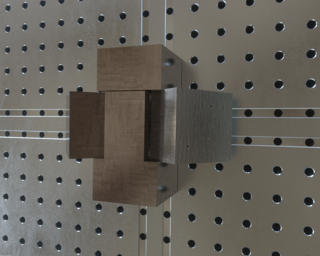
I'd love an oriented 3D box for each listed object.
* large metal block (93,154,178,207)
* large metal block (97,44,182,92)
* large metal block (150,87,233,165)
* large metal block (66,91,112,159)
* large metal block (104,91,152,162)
[{"bbox_3d":[-0.028,0.061,0.391,0.080,0.080,0.050,1,91,19],"label":"large metal block"},{"bbox_3d":[-0.023,-0.068,0.389,0.080,0.080,0.050,1,91,19],"label":"large metal block"},{"bbox_3d":[0.037,-0.002,0.361,0.050,0.081,0.079,1,90,57],"label":"large metal block"},{"bbox_3d":[-0.096,-0.004,0.409,0.050,0.080,0.079,0,91,-20],"label":"large metal block"},{"bbox_3d":[-0.027,-0.002,0.391,0.050,0.080,0.079,1,91,20],"label":"large metal block"}]
